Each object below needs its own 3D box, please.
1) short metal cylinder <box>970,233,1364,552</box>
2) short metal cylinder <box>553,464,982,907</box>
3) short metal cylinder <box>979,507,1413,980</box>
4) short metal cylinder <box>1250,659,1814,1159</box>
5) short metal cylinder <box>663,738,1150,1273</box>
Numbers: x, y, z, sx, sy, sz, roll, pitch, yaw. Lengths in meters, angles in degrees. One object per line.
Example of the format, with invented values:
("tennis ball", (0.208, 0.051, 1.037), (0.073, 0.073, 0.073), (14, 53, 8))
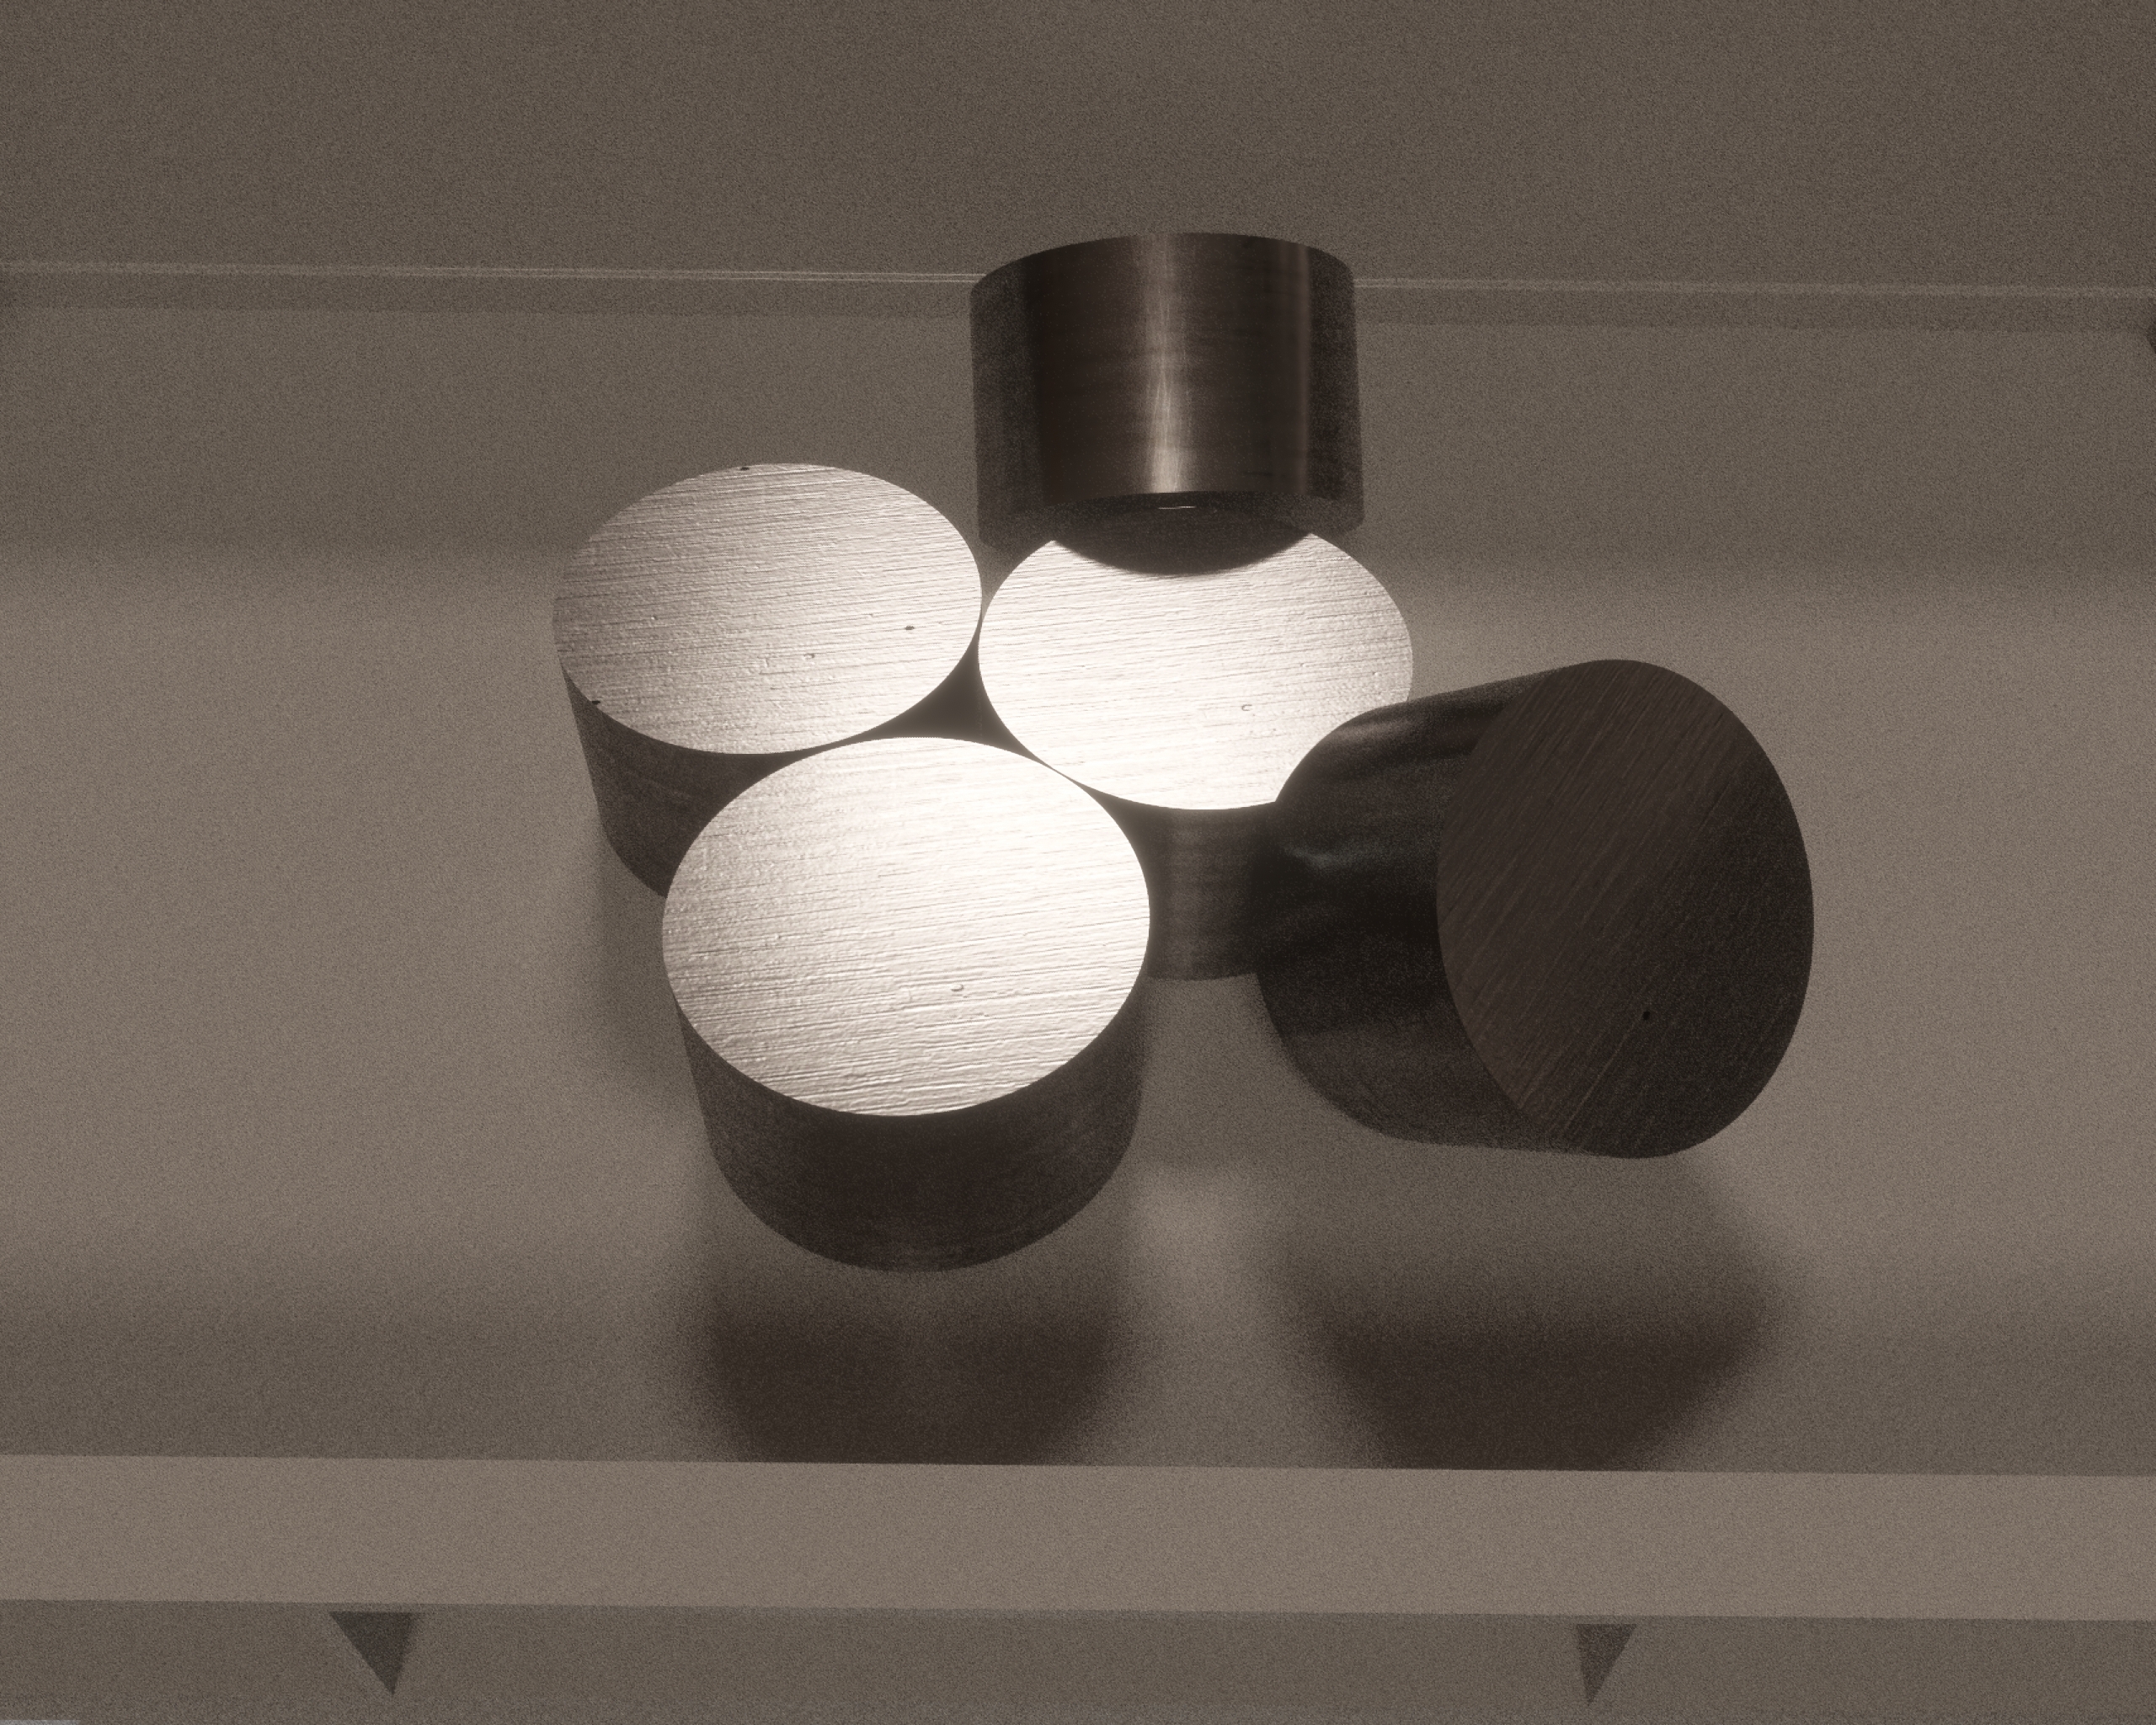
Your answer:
("short metal cylinder", (0.019, -0.095, 0.438), (0.081, 0.080, 0.050), (-2, 89, -2))
("short metal cylinder", (-0.059, -0.034, 0.414), (0.081, 0.050, 0.080), (0, 50, 0))
("short metal cylinder", (0.022, -0.024, 0.407), (0.081, 0.050, 0.080), (0, 50, 0))
("short metal cylinder", (0.077, 0.009, 0.354), (0.081, 0.050, 0.080), (3, 85, -29))
("short metal cylinder", (-0.028, 0.024, 0.366), (0.081, 0.050, 0.080), (0, 50, 0))
